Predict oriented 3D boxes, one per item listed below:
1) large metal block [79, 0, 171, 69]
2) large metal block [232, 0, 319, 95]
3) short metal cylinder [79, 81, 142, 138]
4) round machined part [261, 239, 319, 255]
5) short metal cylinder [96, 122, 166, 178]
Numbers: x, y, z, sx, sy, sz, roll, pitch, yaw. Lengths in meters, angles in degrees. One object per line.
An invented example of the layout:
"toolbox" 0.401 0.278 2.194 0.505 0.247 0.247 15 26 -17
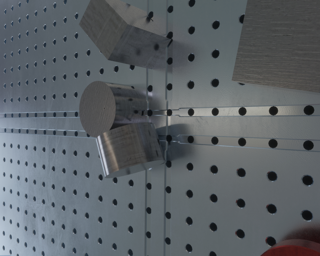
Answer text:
"large metal block" -0.046 -0.128 0.412 0.080 0.081 0.050 51 120 27
"large metal block" 0.123 -0.076 0.292 0.080 0.050 0.079 16 100 39
"short metal cylinder" -0.073 -0.026 0.454 0.080 0.050 0.080 0 90 40
"round machined part" 0.138 0.152 0.285 0.098 0.042 0.097 0 90 40
"short metal cylinder" -0.038 0.030 0.405 0.080 0.081 0.050 -26 74 37
